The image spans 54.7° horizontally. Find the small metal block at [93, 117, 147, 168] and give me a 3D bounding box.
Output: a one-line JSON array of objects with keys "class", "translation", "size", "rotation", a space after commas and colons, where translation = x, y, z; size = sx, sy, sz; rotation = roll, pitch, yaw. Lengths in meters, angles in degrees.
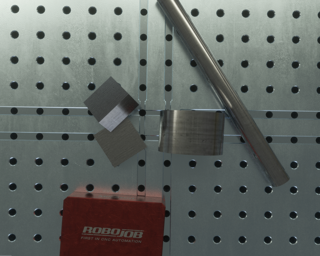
[{"class": "small metal block", "translation": [-0.051, 0.017, 0.413], "size": [0.050, 0.025, 0.050], "rotation": [-33, 90, -1]}]

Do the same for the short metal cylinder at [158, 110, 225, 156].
[{"class": "short metal cylinder", "translation": [0.039, 0.005, 0.387], "size": [0.081, 0.080, 0.050], "rotation": [3, 90, -1]}]

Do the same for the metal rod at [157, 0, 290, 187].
[{"class": "metal rod", "translation": [0.083, -0.055, 0.414], "size": [0.025, 0.025, 0.299], "rotation": [-32, 90, 0]}]

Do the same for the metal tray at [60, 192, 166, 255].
[{"class": "metal tray", "translation": [-0.061, 0.136, 0.410], "size": [0.131, 0.030, 0.089], "rotation": [4, 90, -1]}]

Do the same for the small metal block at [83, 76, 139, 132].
[{"class": "small metal block", "translation": [-0.063, -0.032, 0.399], "size": [0.050, 0.025, 0.050], "rotation": [-44, 50, 0]}]
